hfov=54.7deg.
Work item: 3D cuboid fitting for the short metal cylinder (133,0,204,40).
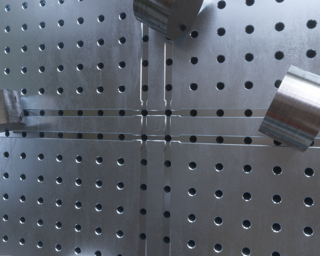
[{"bbox_3d":[0.013,-0.156,0.378,0.050,0.080,0.080,35,101,16],"label":"short metal cylinder"}]

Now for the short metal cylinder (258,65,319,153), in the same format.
[{"bbox_3d":[0.147,-0.020,0.332,0.050,0.080,0.080,27,99,17],"label":"short metal cylinder"}]

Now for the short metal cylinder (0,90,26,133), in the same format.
[{"bbox_3d":[-0.251,-0.023,0.470,0.080,0.080,0.050,-15,85,19],"label":"short metal cylinder"}]
